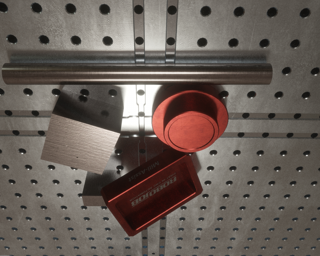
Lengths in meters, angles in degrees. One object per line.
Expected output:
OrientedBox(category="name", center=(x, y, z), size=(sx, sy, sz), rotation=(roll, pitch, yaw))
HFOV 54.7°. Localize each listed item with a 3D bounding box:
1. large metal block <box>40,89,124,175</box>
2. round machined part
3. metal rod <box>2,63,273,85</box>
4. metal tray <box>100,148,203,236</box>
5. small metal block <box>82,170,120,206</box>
OrientedBox(category="large metal block", center=(-0.100, 0.007, 0.400), size=(0.081, 0.050, 0.079), rotation=(17, 128, -15))
OrientedBox(category="round machined part", center=(0.039, -0.007, 0.396), size=(0.099, 0.042, 0.097), rotation=(-1, 130, 0))
OrientedBox(category="metal rod", center=(-0.025, -0.062, 0.358), size=(0.302, 0.025, 0.025), rotation=(0, 130, -1))
OrientedBox(category="metal tray", center=(-0.008, 0.092, 0.451), size=(0.131, 0.030, 0.090), rotation=(-30, 129, -9))
OrientedBox(category="small metal block", center=(-0.087, 0.091, 0.471), size=(0.050, 0.050, 0.025), rotation=(1, 130, -1))
